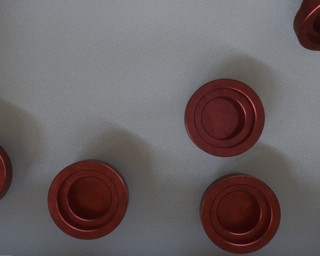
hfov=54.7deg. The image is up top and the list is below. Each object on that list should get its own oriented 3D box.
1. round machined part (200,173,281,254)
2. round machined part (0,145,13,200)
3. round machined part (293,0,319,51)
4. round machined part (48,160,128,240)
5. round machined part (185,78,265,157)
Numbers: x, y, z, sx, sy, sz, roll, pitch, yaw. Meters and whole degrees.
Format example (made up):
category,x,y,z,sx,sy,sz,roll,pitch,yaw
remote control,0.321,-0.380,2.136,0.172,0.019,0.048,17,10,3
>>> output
category,x,y,z,sx,sy,sz,roll,pitch,yaw
round machined part,0.101,0.107,0.404,0.099,0.042,0.097,0,90,0
round machined part,-0.240,0.058,0.400,0.099,0.042,0.097,0,90,-3
round machined part,0.216,-0.145,0.383,0.099,0.098,0.042,-7,61,0
round machined part,-0.089,0.089,0.402,0.099,0.042,0.097,0,90,0
round machined part,0.081,-0.013,0.403,0.099,0.042,0.097,0,90,0
